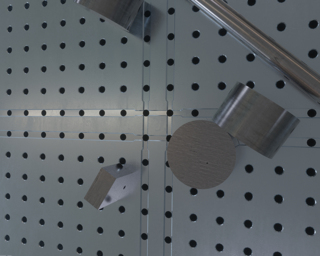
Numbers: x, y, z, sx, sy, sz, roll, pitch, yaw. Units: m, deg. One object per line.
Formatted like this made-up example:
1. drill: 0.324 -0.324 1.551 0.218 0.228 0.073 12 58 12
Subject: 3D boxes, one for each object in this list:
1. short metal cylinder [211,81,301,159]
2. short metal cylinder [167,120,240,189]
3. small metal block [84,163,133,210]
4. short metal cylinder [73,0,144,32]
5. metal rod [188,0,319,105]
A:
1. short metal cylinder: 0.106 -0.009 0.346 0.080 0.080 0.050 36 102 16
2. short metal cylinder: 0.055 0.030 0.380 0.080 0.050 0.079 0 90 19
3. small metal block: -0.069 0.078 0.424 0.025 0.050 0.050 34 101 17
4. short metal cylinder: -0.066 -0.169 0.406 0.080 0.080 0.050 30 100 17
5. metal rod: 0.114 -0.107 0.372 0.300 0.025 0.025 44 104 14
